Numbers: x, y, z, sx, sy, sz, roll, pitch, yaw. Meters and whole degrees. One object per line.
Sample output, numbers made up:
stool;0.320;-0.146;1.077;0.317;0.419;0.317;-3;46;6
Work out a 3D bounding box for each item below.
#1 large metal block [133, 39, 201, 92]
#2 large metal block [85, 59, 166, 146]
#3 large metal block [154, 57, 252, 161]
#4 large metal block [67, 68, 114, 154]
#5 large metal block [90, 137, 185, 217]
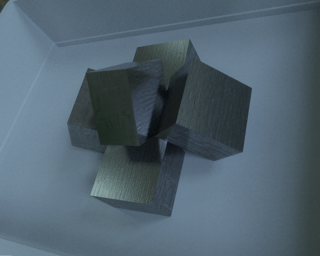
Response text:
large metal block;0.006;-0.069;0.424;0.080;0.050;0.080;-1;61;27
large metal block;-0.032;-0.032;0.354;0.050;0.079;0.080;0;18;27
large metal block;0.049;-0.018;0.345;0.050;0.080;0.080;-33;38;60
large metal block;-0.083;-0.019;0.415;0.050;0.080;0.080;15;65;-5
large metal block;-0.024;0.054;0.368;0.080;0.050;0.080;1;62;28
